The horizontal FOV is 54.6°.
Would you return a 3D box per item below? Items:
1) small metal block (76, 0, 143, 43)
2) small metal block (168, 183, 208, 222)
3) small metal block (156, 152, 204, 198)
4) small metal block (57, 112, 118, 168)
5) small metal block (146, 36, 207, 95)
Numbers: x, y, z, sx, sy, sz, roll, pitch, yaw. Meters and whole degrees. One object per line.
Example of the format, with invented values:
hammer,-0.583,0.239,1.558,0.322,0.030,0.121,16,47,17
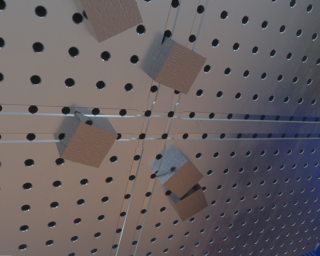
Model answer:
small metal block,-0.051,-0.121,0.308,0.050,0.025,0.050,-29,128,-10
small metal block,0.047,0.118,0.509,0.050,0.025,0.050,-29,128,-10
small metal block,0.031,0.072,0.472,0.050,0.025,0.050,-44,129,2
small metal block,-0.087,0.016,0.373,0.050,0.025,0.050,23,106,-37
small metal block,0.020,-0.075,0.375,0.050,0.025,0.050,18,109,-35
